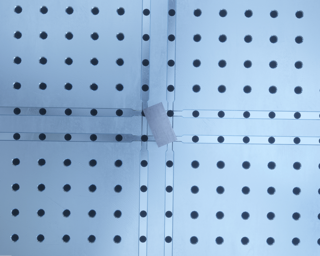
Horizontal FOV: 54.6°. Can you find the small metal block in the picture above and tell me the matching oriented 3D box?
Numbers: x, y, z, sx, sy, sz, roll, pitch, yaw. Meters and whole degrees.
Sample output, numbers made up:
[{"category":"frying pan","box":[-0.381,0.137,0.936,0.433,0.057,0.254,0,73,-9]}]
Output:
[{"category":"small metal block","box":[0.000,-0.004,0.401,0.025,0.050,0.050,-22,91,0]}]
